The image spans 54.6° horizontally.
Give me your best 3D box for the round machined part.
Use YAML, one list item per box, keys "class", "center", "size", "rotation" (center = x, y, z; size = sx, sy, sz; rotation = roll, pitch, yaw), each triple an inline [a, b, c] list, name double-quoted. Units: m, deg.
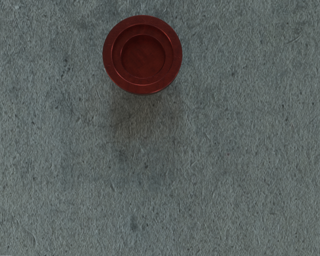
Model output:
- class: "round machined part"
  center: [-0.022, -0.090, 0.401]
  size: [0.099, 0.042, 0.097]
  rotation: [0, 90, 0]
